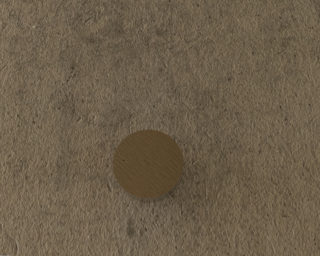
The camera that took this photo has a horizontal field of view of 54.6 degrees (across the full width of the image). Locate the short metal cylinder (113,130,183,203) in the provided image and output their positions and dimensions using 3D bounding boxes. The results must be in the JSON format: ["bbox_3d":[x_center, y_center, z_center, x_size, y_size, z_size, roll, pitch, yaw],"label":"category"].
[{"bbox_3d":[-0.013,0.048,0.377,0.080,0.050,0.080,0,70,0],"label":"short metal cylinder"}]
